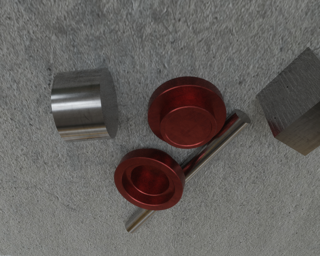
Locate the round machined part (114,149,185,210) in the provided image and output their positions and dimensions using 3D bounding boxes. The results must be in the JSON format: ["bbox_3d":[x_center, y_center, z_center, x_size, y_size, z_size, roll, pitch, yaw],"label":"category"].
[{"bbox_3d":[-0.012,0.068,0.444,0.098,0.042,0.097,7,124,11],"label":"round machined part"}]

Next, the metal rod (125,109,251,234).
[{"bbox_3d":[0.027,0.082,0.476,0.025,0.025,0.298,25,126,-20],"label":"metal rod"}]

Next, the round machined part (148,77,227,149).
[{"bbox_3d":[0.034,-0.012,0.387,0.099,0.042,0.097,0,130,0],"label":"round machined part"}]

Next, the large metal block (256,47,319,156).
[{"bbox_3d":[0.165,-0.030,0.347,0.050,0.080,0.080,28,125,-22],"label":"large metal block"}]

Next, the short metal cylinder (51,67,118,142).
[{"bbox_3d":[-0.081,-0.025,0.349,0.050,0.080,0.080,-5,130,4],"label":"short metal cylinder"}]
